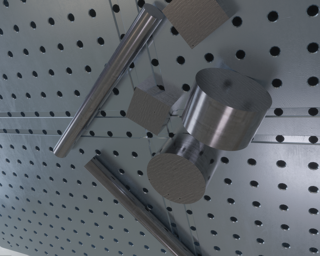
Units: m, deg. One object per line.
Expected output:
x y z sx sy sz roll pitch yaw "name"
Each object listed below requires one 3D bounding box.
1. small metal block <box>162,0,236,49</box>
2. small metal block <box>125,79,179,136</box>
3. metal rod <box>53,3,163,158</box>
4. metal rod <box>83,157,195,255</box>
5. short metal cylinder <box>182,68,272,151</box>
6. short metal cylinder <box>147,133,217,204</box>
0.039 -0.119 0.317 0.050 0.025 0.050 -34 100 38 "small metal block"
-0.011 -0.026 0.401 0.050 0.025 0.050 31 128 8 "small metal block"
-0.087 -0.043 0.430 0.025 0.025 0.298 43 129 -2 "metal rod"
-0.012 0.162 0.517 0.300 0.025 0.025 46 129 -4 "metal rod"
0.068 -0.021 0.326 0.080 0.080 0.050 26 128 12 "short metal cylinder"
0.030 0.054 0.413 0.080 0.050 0.079 13 124 21 "short metal cylinder"
